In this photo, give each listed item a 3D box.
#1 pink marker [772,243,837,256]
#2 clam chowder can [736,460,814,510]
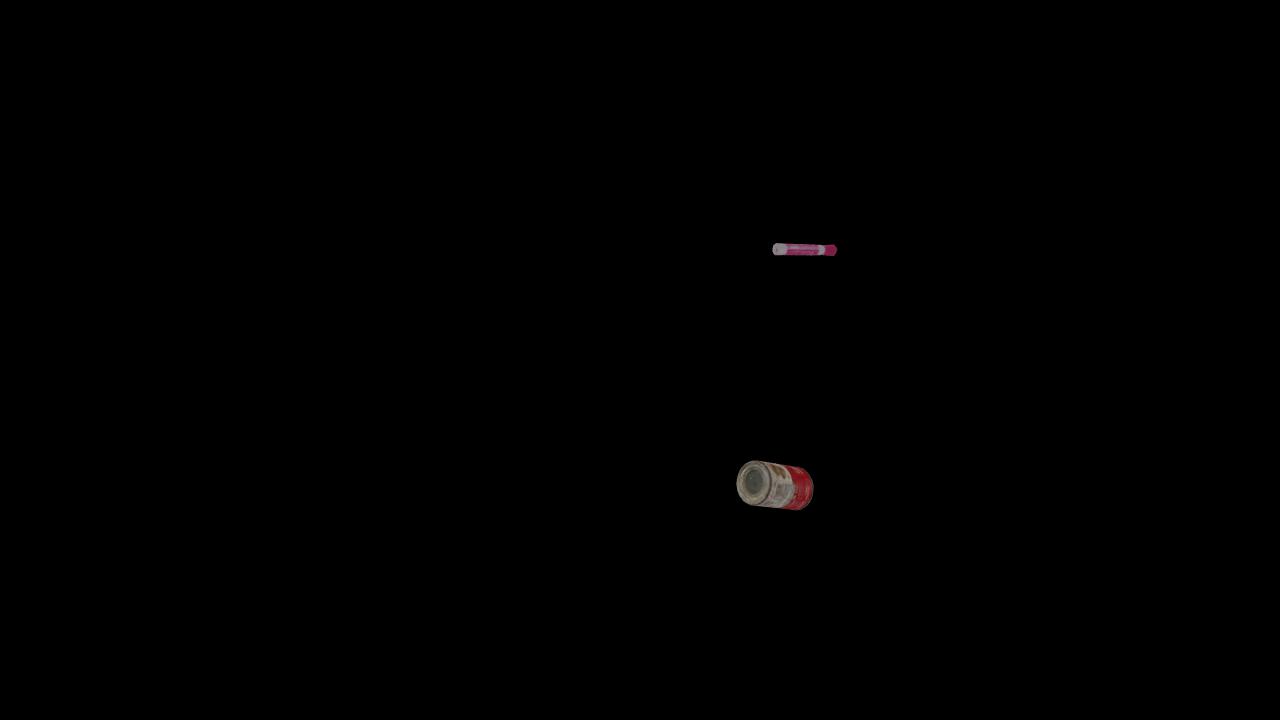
[{"bbox_3d":[0.266,-0.176,0.983,0.121,0.020,0.020,-4,2,-25],"label":"pink marker"},{"bbox_3d":[0.204,0.190,0.931,0.102,0.068,0.068,14,-9,-37],"label":"clam chowder can"}]
